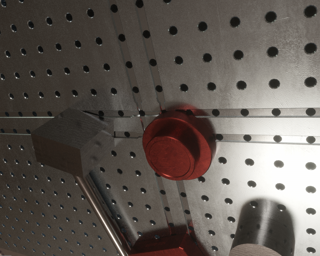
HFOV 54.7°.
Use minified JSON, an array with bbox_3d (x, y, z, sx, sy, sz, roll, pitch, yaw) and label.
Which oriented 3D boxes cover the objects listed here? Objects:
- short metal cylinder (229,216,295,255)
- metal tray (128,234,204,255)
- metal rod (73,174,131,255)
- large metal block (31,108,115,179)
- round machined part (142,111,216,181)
[{"bbox_3d":[0.140,0.169,0.425,0.080,0.050,0.079,13,124,20],"label":"short metal cylinder"},{"bbox_3d":[0.017,0.237,0.543,0.130,0.030,0.090,-25,105,36],"label":"metal tray"},{"bbox_3d":[-0.085,0.192,0.572,0.025,0.025,0.299,-11,113,32],"label":"metal rod"},{"bbox_3d":[-0.123,0.018,0.450,0.080,0.080,0.050,16,125,19],"label":"large metal block"},{"bbox_3d":[0.020,0.030,0.407,0.098,0.042,0.097,13,124,20],"label":"round machined part"}]
